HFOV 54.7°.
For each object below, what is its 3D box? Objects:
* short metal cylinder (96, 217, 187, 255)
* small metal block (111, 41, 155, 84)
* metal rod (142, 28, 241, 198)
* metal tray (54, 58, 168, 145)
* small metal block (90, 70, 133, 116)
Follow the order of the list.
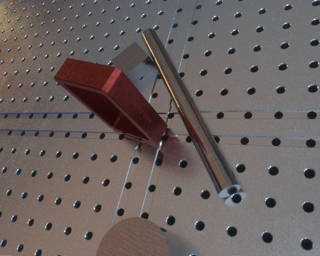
[{"bbox_3d":[-0.018,0.137,0.316,0.080,0.050,0.080,-13,56,20],"label":"short metal cylinder"},{"bbox_3d":[-0.043,-0.102,0.492,0.050,0.025,0.050,-39,51,1],"label":"small metal block"},{"bbox_3d":[0.028,-0.043,0.418,0.025,0.025,0.299,-30,52,9],"label":"metal rod"},{"bbox_3d":[-0.057,-0.030,0.387,0.090,0.130,0.030,17,71,34],"label":"metal tray"},{"bbox_3d":[-0.076,-0.054,0.480,0.050,0.025,0.050,-28,52,10],"label":"small metal block"}]
